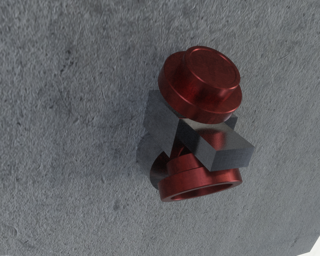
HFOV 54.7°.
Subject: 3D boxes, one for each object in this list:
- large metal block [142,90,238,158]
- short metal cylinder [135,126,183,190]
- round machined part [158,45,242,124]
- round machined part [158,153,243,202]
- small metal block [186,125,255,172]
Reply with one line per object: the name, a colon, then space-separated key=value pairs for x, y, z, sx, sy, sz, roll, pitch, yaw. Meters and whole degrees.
large metal block: x=0.034 y=-0.008 z=0.387 sx=0.081 sy=0.080 sz=0.050 roll=-2 pitch=120 yaw=-28
short metal cylinder: x=0.013 y=0.041 z=0.427 sx=0.081 sy=0.050 sz=0.079 roll=-14 pitch=125 yaw=-21
round machined part: x=0.051 y=-0.055 z=0.351 sx=0.099 sy=0.098 sz=0.042 roll=-2 pitch=145 yaw=-28
round machined part: x=0.045 y=0.057 z=0.373 sx=0.099 sy=0.042 sz=0.098 roll=-11 pitch=161 yaw=-4
small metal block: x=0.064 y=0.020 z=0.337 sx=0.050 sy=0.050 sz=0.025 roll=-3 pitch=119 yaw=-27
